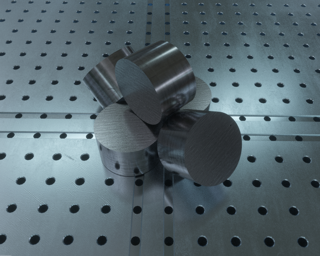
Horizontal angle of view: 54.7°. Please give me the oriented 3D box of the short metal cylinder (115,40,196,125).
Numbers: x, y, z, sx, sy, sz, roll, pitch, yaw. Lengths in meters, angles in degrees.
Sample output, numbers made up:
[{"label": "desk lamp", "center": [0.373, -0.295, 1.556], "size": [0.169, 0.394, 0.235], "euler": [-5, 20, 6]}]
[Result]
[{"label": "short metal cylinder", "center": [-0.006, -0.051, 0.348], "size": [0.050, 0.080, 0.080], "euler": [-34, 58, -25]}]

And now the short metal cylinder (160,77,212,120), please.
[{"label": "short metal cylinder", "center": [0.026, -0.028, 0.415], "size": [0.081, 0.050, 0.080], "euler": [0, 50, 0]}]

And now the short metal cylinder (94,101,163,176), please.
[{"label": "short metal cylinder", "center": [-0.037, 0.012, 0.380], "size": [0.081, 0.050, 0.080], "euler": [0, 50, 0]}]

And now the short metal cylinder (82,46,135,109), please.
[{"label": "short metal cylinder", "center": [-0.055, -0.065, 0.417], "size": [0.080, 0.080, 0.050], "euler": [-39, 94, -28]}]

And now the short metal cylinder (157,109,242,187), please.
[{"label": "short metal cylinder", "center": [0.044, 0.020, 0.346], "size": [0.080, 0.080, 0.050], "euler": [-33, 22, -25]}]
